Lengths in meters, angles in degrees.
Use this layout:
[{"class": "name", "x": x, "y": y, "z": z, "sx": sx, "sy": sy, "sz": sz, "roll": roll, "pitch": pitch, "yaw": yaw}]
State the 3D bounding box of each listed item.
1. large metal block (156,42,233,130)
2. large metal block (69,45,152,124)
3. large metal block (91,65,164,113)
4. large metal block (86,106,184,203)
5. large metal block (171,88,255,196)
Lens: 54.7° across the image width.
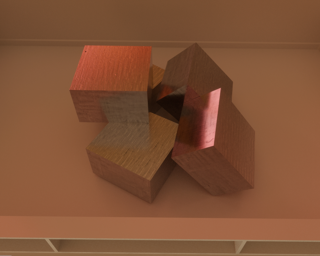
[{"class": "large metal block", "x": 0.048, "y": -0.048, "z": 0.400, "sx": 0.080, "sy": 0.050, "sz": 0.080, "roll": 39, "pitch": 45, "yaw": -27}, {"class": "large metal block", "x": -0.051, "y": -0.052, "z": 0.363, "sx": 0.080, "sy": 0.050, "sz": 0.080, "roll": 1, "pitch": 49, "yaw": 2}, {"class": "large metal block", "x": -0.042, "y": -0.052, "z": 0.431, "sx": 0.080, "sy": 0.050, "sz": 0.080, "roll": 29, "pitch": 56, "yaw": 22}, {"class": "large metal block", "x": -0.025, "y": 0.026, "z": 0.361, "sx": 0.080, "sy": 0.050, "sz": 0.080, "roll": 24, "pitch": 54, "yaw": 18}, {"class": "large metal block", "x": 0.063, "y": 0.017, "z": 0.345, "sx": 0.050, "sy": 0.080, "sz": 0.080, "roll": -21, "pitch": 39, "yaw": 36}]
